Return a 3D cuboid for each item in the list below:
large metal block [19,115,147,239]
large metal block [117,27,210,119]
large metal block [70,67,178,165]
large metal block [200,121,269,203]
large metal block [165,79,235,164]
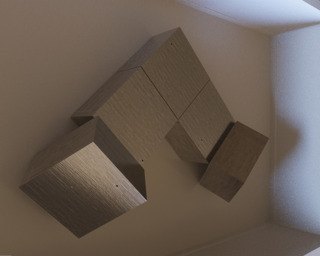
[{"bbox_3d":[-0.070,0.048,0.301,0.080,0.050,0.080,-31,117,10],"label":"large metal block"},{"bbox_3d":[0.007,-0.067,0.393,0.080,0.050,0.080,-51,120,-27],"label":"large metal block"},{"bbox_3d":[-0.038,-0.011,0.356,0.080,0.050,0.080,-51,120,-27],"label":"large metal block"},{"bbox_3d":[0.106,0.050,0.449,0.080,0.050,0.080,-51,164,-27],"label":"large metal block"},{"bbox_3d":[0.050,-0.009,0.429,0.080,0.050,0.080,-51,120,-27],"label":"large metal block"}]
